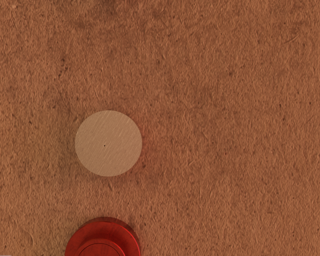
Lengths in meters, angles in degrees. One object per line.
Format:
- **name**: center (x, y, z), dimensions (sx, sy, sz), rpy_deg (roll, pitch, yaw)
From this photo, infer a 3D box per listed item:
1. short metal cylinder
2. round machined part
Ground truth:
- **short metal cylinder**: center (-0.062, 0.018, 0.397), dimensions (0.081, 0.050, 0.079), rpy_deg (0, 90, -1)
- **round machined part**: center (-0.075, 0.170, 0.401), dimensions (0.099, 0.042, 0.097), rpy_deg (0, 90, -1)
